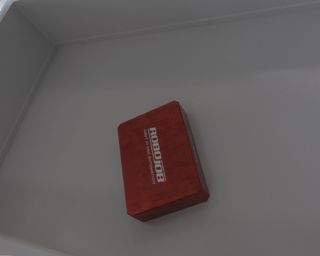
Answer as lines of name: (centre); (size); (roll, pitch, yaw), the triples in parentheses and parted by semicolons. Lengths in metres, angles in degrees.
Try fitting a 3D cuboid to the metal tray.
metal tray: (-0.001, 0.038, 0.381); (0.090, 0.030, 0.130); (-23, 53, 14)
